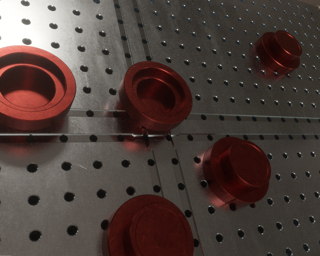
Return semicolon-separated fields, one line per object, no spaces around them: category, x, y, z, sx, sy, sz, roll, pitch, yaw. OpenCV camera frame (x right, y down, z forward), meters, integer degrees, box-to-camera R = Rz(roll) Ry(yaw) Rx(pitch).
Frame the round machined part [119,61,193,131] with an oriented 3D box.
round machined part;-0.009;-0.038;0.417;0.099;0.042;0.098;14;56;-21

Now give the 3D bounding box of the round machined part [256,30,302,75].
round machined part;0.249;-0.160;0.632;0.099;0.042;0.098;14;56;-21

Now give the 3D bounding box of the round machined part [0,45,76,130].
round machined part;-0.147;-0.040;0.343;0.099;0.042;0.098;14;56;-21

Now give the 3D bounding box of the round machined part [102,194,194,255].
round machined part;-0.006;0.117;0.324;0.099;0.042;0.098;14;56;-21

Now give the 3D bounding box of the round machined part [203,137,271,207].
round machined part;0.112;0.055;0.426;0.099;0.042;0.098;14;56;-21
